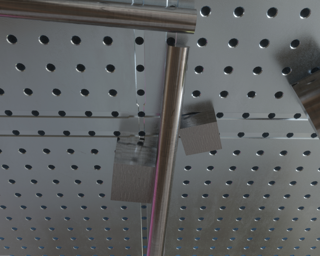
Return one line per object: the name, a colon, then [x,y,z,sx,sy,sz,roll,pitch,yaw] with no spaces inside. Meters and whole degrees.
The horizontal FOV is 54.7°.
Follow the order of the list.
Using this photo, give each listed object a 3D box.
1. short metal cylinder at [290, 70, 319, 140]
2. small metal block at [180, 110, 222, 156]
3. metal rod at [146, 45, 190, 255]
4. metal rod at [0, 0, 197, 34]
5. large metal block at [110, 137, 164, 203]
short metal cylinder: [0.193,-0.027,0.355,0.050,0.080,0.080,-28,125,21]
small metal block: [0.054,0.007,0.419,0.050,0.025,0.050,-12,130,9]
metal rod: [0.007,0.048,0.392,0.025,0.025,0.298,4,111,-4]
metal rod: [-0.115,-0.119,0.308,0.302,0.025,0.025,4,130,-4]
large metal block: [-0.026,0.064,0.449,0.081,0.050,0.079,6,130,-6]
